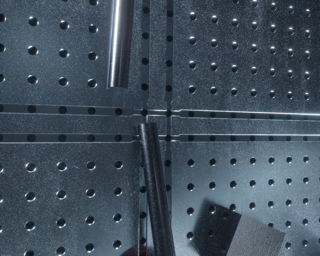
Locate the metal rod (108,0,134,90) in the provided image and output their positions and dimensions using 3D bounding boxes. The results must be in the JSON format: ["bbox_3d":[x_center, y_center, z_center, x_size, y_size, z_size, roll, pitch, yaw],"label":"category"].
[{"bbox_3d":[-0.043,-0.199,0.396,0.025,0.025,0.298,5,89,-20],"label":"metal rod"}]

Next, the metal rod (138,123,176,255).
[{"bbox_3d":[0.004,0.141,0.378,0.025,0.025,0.299,-4,78,-20],"label":"metal rod"}]

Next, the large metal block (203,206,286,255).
[{"bbox_3d":[0.119,0.169,0.443,0.080,0.050,0.080,26,81,-18],"label":"large metal block"}]
